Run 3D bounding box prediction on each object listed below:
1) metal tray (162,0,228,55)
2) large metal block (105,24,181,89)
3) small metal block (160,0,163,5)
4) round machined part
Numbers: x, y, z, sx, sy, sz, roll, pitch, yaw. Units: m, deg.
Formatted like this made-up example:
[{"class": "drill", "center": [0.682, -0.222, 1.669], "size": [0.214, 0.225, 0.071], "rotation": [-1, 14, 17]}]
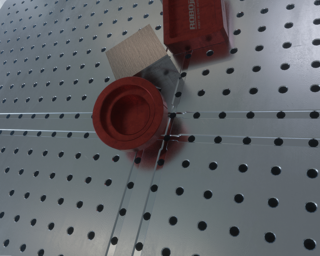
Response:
[{"class": "metal tray", "center": [0.051, -0.185, 0.474], "size": [0.090, 0.030, 0.130], "rotation": [-10, 69, 23]}, {"class": "large metal block", "center": [-0.027, -0.096, 0.465], "size": [0.080, 0.050, 0.080], "rotation": [-31, 52, 8]}, {"class": "small metal block", "center": [0.028, -0.246, 0.545], "size": [0.050, 0.025, 0.050], "rotation": [-1, 61, 28]}, {"class": "round machined part", "center": [-0.036, -0.016, 0.414], "size": [0.098, 0.042, 0.098], "rotation": [-4, 76, 16]}]
